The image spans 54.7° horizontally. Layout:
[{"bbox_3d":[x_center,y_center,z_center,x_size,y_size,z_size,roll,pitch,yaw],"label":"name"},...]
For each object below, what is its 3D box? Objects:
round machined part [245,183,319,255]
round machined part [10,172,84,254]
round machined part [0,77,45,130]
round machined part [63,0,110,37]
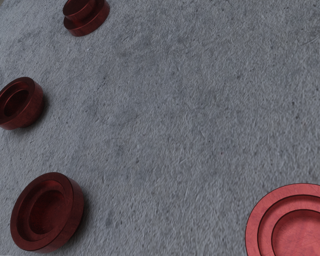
[{"bbox_3d":[0.126,0.100,0.265,0.098,0.042,0.098,-13,56,21],"label":"round machined part"},{"bbox_3d":[-0.138,0.110,0.398,0.098,0.042,0.098,-13,56,21],"label":"round machined part"},{"bbox_3d":[-0.245,-0.039,0.546,0.098,0.042,0.098,-13,56,21],"label":"round machined part"},{"bbox_3d":[-0.153,-0.234,0.617,0.098,0.042,0.098,-13,56,21],"label":"round machined part"}]
